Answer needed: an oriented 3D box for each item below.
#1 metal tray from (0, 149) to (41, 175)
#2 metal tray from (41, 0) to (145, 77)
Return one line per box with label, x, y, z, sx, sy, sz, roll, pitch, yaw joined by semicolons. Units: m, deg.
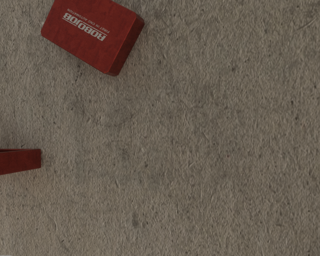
metal tray;-0.261;0.049;0.466;0.130;0.090;0.030;-1;90;20
metal tray;-0.098;-0.143;0.441;0.130;0.030;0.090;32;100;17
